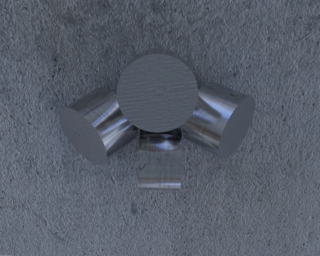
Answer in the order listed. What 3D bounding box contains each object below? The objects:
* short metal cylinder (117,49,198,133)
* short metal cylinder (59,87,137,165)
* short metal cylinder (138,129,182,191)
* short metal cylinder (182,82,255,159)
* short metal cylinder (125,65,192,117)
[{"bbox_3d":[-0.002,-0.041,0.328,0.081,0.050,0.079,0,110,-1],"label":"short metal cylinder"},{"bbox_3d":[-0.074,-0.002,0.374,0.080,0.050,0.079,28,139,28],"label":"short metal cylinder"},{"bbox_3d":[0.000,0.039,0.395,0.050,0.080,0.079,2,110,-1],"label":"short metal cylinder"},{"bbox_3d":[0.071,-0.009,0.373,0.050,0.081,0.079,28,113,31],"label":"short metal cylinder"},{"bbox_3d":[0.000,-0.042,0.382,0.081,0.050,0.079,0,110,-1],"label":"short metal cylinder"}]
